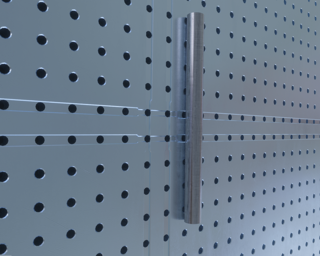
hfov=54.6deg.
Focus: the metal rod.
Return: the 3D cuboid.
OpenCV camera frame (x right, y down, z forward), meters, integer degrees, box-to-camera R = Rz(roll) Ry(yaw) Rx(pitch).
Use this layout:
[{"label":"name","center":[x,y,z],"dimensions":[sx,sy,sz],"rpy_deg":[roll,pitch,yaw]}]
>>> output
[{"label":"metal rod","center":[0.050,-0.014,0.449],"dimensions":[0.025,0.025,0.298],"rpy_deg":[1,89,-40]}]
